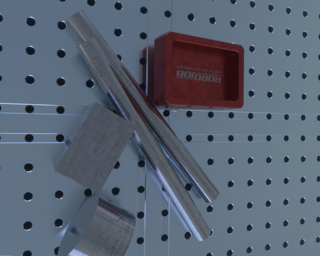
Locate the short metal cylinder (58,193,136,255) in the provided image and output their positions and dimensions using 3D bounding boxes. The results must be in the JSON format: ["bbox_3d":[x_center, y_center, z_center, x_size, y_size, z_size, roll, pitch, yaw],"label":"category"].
[{"bbox_3d":[-0.073,0.123,0.357,0.050,0.080,0.080,35,79,-17],"label":"short metal cylinder"}]

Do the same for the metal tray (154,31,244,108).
[{"bbox_3d":[0.056,-0.073,0.419,0.131,0.030,0.089,1,90,-31],"label":"metal tray"}]

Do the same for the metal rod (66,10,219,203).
[{"bbox_3d":[-0.015,-0.019,0.408,0.025,0.025,0.300,-41,103,-16],"label":"metal rod"}]

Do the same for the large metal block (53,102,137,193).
[{"bbox_3d":[-0.078,0.020,0.355,0.050,0.080,0.080,32,80,-18],"label":"large metal block"}]

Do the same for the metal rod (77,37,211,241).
[{"bbox_3d":[-0.012,0.026,0.397,0.025,0.025,0.299,-35,106,-17],"label":"metal rod"}]
